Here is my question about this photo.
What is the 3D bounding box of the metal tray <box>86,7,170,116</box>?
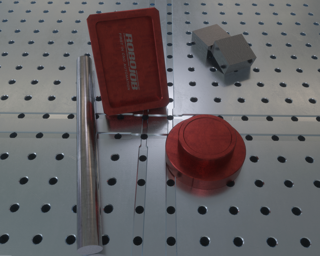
[{"bbox_3d":[-0.041,-0.088,0.415,0.091,0.129,0.030,-10,18,-8],"label":"metal tray"}]

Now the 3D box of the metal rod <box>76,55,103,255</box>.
[{"bbox_3d":[-0.095,0.007,0.400,0.025,0.025,0.300,-8,50,-6],"label":"metal rod"}]

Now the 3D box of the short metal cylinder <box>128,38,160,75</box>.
[{"bbox_3d":[-0.035,-0.115,0.468,0.050,0.080,0.080,-12,51,-10],"label":"short metal cylinder"}]

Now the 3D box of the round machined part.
[{"bbox_3d":[0.056,0.022,0.379,0.099,0.042,0.098,0,50,0],"label":"round machined part"}]

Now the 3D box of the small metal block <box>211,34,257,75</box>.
[{"bbox_3d":[0.118,-0.120,0.500,0.050,0.025,0.050,-19,69,-15],"label":"small metal block"}]

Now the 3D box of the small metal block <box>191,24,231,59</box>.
[{"bbox_3d":[0.089,-0.150,0.534,0.050,0.025,0.050,-21,53,-17],"label":"small metal block"}]
